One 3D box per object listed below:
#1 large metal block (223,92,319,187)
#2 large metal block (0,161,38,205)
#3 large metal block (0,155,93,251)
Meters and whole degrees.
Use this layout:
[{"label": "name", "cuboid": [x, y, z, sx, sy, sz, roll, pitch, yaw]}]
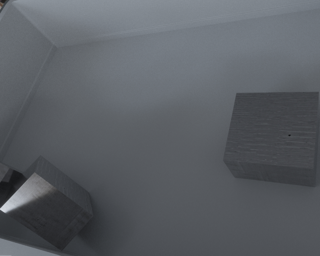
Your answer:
[{"label": "large metal block", "cuboid": [0.118, 0.010, 0.321, 0.080, 0.050, 0.080, 3, 63, 29]}, {"label": "large metal block", "cuboid": [-0.214, 0.081, 0.433, 0.080, 0.080, 0.050, 15, 70, 34]}, {"label": "large metal block", "cuboid": [-0.130, 0.085, 0.367, 0.050, 0.080, 0.080, -48, 18, -5]}]
